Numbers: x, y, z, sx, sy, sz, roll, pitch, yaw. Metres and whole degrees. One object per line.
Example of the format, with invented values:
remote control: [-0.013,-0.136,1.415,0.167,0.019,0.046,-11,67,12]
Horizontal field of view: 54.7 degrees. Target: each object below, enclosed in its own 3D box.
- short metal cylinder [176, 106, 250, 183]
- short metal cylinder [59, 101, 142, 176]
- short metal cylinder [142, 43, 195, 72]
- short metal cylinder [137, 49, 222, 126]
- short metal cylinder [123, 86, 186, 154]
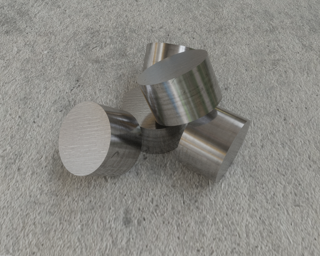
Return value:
short metal cylinder: [0.062,0.016,0.356,0.050,0.080,0.080,28,56,21]
short metal cylinder: [-0.068,0.014,0.349,0.080,0.050,0.080,-6,78,34]
short metal cylinder: [0.017,-0.084,0.431,0.080,0.080,0.050,11,94,9]
short metal cylinder: [0.022,-0.045,0.340,0.080,0.050,0.080,-20,26,11]
short metal cylinder: [-0.005,-0.013,0.399,0.081,0.050,0.080,0,50,0]
